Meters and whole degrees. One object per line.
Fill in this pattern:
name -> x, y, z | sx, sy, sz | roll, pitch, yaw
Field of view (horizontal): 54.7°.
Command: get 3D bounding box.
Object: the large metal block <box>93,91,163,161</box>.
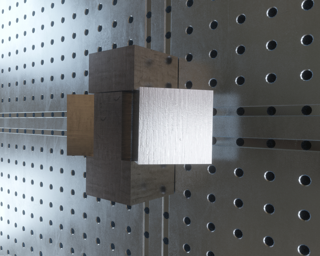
large metal block -> -0.037, -0.003, 0.401 | 0.050, 0.081, 0.079 | 1, 91, 40

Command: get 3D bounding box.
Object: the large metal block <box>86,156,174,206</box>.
large metal block -> -0.038, 0.061, 0.401 | 0.080, 0.081, 0.050 | 2, 91, 39

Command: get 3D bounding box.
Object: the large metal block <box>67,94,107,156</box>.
large metal block -> -0.095, -0.005, 0.441 | 0.050, 0.080, 0.079 | 0, 91, 0

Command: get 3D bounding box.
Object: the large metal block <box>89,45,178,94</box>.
large metal block -> -0.034, -0.068, 0.398 | 0.080, 0.081, 0.050 | 2, 91, 39

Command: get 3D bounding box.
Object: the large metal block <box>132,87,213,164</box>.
large metal block -> 0.012, -0.002, 0.351 | 0.050, 0.081, 0.079 | -177, 88, -77
